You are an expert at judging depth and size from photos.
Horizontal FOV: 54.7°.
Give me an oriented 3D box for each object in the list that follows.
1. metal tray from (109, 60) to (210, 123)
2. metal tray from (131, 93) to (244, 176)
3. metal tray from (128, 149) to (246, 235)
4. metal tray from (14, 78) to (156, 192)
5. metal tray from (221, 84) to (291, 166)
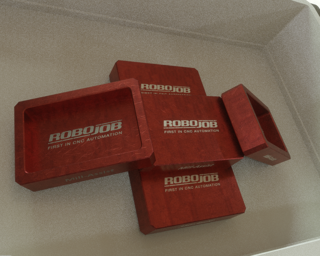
[{"bbox_3d":[0.003,-0.043,0.427,0.131,0.030,0.090,0,62,-29],"label":"metal tray"},{"bbox_3d":[0.031,0.005,0.375,0.131,0.030,0.090,-1,62,-29],"label":"metal tray"},{"bbox_3d":[0.033,0.070,0.373,0.131,0.030,0.090,0,62,-29],"label":"metal tray"},{"bbox_3d":[-0.077,0.006,0.316,0.131,0.030,0.090,-12,66,-2],"label":"metal tray"},{"bbox_3d":[0.137,0.000,0.434,0.131,0.030,0.090,20,49,-54],"label":"metal tray"}]
